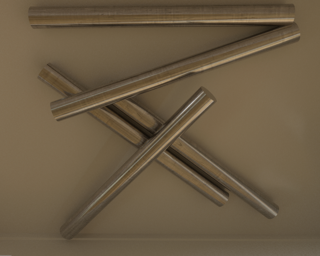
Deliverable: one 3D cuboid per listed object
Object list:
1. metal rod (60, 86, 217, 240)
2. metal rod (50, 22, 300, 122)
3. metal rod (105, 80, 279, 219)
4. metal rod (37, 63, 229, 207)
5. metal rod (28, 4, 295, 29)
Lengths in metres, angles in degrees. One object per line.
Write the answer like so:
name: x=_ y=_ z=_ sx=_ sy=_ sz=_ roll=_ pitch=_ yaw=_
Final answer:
metal rod: x=-0.042 y=0.059 z=0.410 sx=0.025 sy=0.025 sz=0.299 roll=39 pitch=113 yaw=-14
metal rod: x=0.018 y=-0.067 z=0.369 sx=0.302 sy=0.025 sz=0.025 roll=-19 pitch=109 yaw=0
metal rod: x=0.049 y=0.037 z=0.425 sx=0.301 sy=0.025 sz=0.025 roll=37 pitch=106 yaw=-13
metal rod: x=-0.026 y=0.016 z=0.416 sx=0.301 sy=0.025 sz=0.025 roll=37 pitch=106 yaw=-13
metal rod: x=0.003 y=-0.131 z=0.362 sx=0.302 sy=0.025 sz=0.025 roll=-1 pitch=110 yaw=-1
